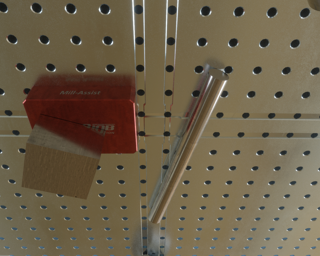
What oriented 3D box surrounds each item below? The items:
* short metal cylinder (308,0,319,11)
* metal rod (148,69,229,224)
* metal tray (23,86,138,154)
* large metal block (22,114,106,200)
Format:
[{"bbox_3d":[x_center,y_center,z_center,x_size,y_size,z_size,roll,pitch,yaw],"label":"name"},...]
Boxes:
[{"bbox_3d":[0.158,-0.143,0.256,0.080,0.080,0.050,-26,126,20],"label":"short metal cylinder"},{"bbox_3d":[0.030,0.048,0.452,0.025,0.025,0.298,11,129,-10],"label":"metal rod"},{"bbox_3d":[-0.096,-0.008,0.400,0.131,0.030,0.089,0,130,-1],"label":"metal tray"},{"bbox_3d":[-0.120,0.038,0.386,0.081,0.050,0.079,15,129,-13],"label":"large metal block"}]
